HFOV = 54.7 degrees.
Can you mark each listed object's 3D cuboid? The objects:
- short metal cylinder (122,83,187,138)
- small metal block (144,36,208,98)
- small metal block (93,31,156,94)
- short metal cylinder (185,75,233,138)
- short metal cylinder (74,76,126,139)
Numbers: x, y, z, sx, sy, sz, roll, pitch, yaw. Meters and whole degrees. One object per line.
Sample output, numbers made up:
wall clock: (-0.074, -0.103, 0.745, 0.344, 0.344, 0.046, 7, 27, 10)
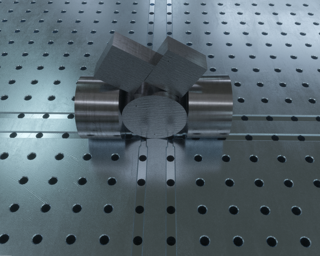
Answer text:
short metal cylinder: (-0.006, -0.031, 0.397, 0.080, 0.080, 0.050, 1, 50, 1)
small metal block: (0.017, -0.067, 0.348, 0.050, 0.050, 0.025, 21, 46, -23)
small metal block: (-0.039, -0.071, 0.345, 0.050, 0.050, 0.025, 22, 46, -23)
short metal cylinder: (0.059, -0.027, 0.394, 0.050, 0.080, 0.080, 0, 50, 1)
short metal cylinder: (-0.072, -0.026, 0.392, 0.050, 0.080, 0.080, 1, 50, 1)
